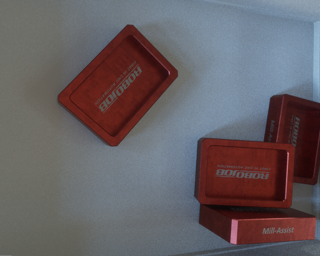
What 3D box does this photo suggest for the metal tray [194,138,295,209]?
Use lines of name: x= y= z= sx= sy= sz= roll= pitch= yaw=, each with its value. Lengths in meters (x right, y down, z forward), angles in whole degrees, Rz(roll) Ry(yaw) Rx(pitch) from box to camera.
metal tray: x=0.117 y=0.062 z=0.434 sx=0.131 sy=0.030 sz=0.089 roll=4 pitch=89 yaw=-5

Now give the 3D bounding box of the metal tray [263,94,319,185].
metal tray: x=0.211 y=0.019 z=0.487 sx=0.091 sy=0.030 sz=0.129 roll=11 pitch=86 yaw=-20

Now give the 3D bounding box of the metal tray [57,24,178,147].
metal tray: x=-0.051 y=-0.052 z=0.389 sx=0.090 sy=0.030 sz=0.130 roll=44 pitch=76 yaw=-15

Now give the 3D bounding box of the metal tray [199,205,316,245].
metal tray: x=0.131 y=0.127 z=0.426 sx=0.131 sy=0.090 sz=0.030 roll=5 pitch=89 yaw=-20
